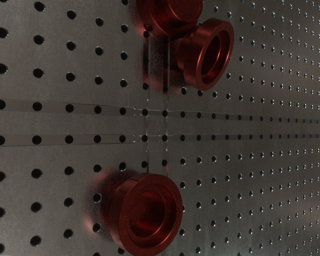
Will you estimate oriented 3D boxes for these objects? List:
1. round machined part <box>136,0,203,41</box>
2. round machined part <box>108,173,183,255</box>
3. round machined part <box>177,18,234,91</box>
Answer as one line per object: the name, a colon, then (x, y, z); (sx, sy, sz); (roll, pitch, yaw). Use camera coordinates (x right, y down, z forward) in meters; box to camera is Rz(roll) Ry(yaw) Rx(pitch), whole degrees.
round machined part: (0.020, -0.171, 0.417); (0.099, 0.042, 0.097); (0, 90, -40)
round machined part: (-0.021, 0.104, 0.382); (0.099, 0.042, 0.097); (0, 90, -40)
round machined part: (0.061, -0.104, 0.433); (0.099, 0.042, 0.097); (-40, 145, -36)
